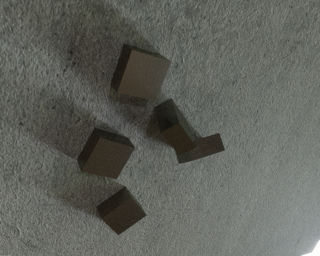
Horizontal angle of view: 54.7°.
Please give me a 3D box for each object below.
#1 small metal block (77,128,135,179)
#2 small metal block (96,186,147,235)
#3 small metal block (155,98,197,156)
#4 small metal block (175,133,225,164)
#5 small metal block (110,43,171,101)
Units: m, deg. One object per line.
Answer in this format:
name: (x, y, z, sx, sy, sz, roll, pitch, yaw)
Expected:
small metal block: (-0.068, 0.033, 0.390, 0.050, 0.025, 0.050, 20, 108, -36)
small metal block: (-0.055, 0.121, 0.451, 0.050, 0.025, 0.050, -34, 129, -6)
small metal block: (0.020, -0.001, 0.397, 0.025, 0.050, 0.050, -28, 130, 13)
small metal block: (0.054, 0.029, 0.436, 0.050, 0.050, 0.025, -15, 84, -20)
small metal block: (-0.022, -0.063, 0.355, 0.050, 0.025, 0.050, 9, 114, -33)
